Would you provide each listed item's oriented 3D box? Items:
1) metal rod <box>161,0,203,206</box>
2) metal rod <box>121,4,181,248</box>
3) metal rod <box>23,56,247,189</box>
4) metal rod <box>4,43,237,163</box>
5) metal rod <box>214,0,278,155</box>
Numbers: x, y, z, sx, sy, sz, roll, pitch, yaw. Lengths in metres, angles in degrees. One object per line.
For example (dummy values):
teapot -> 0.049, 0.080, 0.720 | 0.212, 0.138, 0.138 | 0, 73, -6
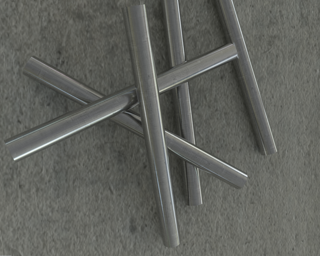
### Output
metal rod -> 0.029, -0.044, 0.420 | 0.025, 0.025, 0.298 | -8, 93, -20
metal rod -> -0.005, 0.016, 0.362 | 0.025, 0.025, 0.298 | -17, 113, -20
metal rod -> -0.021, -0.001, 0.384 | 0.301, 0.025, 0.025 | 29, 80, -11
metal rod -> -0.025, -0.041, 0.364 | 0.302, 0.025, 0.025 | -28, 100, -24
metal rod -> 0.118, -0.103, 0.454 | 0.025, 0.025, 0.298 | -21, 97, -19
